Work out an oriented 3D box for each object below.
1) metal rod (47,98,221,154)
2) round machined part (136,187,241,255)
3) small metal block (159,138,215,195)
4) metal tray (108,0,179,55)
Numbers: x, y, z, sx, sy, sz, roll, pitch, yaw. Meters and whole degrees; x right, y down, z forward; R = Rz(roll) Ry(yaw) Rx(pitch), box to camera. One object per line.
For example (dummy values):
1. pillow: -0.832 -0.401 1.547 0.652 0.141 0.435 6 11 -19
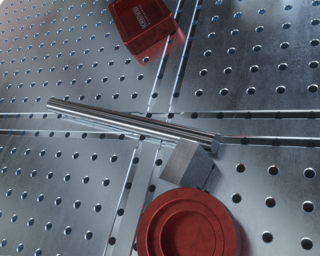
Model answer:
1. metal rod: -0.058 -0.011 0.443 0.300 0.025 0.025 13 68 33
2. round machined part: 0.030 0.111 0.306 0.098 0.042 0.098 -8 68 22
3. small metal block: 0.032 0.047 0.345 0.025 0.050 0.050 16 70 37
4. metal tray: -0.033 -0.195 0.540 0.090 0.030 0.130 -30 52 8
